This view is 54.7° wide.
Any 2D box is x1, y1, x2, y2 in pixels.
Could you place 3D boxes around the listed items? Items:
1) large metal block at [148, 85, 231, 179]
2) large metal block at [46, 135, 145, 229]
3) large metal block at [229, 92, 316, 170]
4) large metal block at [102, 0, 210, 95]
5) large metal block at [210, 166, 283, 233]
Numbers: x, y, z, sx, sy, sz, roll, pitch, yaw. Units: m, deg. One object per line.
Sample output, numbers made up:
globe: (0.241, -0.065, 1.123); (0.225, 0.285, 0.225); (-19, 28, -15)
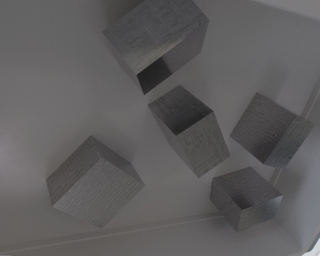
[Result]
large metal block: (0.037, 0.003, 0.395); (0.050, 0.080, 0.080); (-34, 129, -6)
large metal block: (-0.081, 0.069, 0.391); (0.080, 0.050, 0.080); (-45, 129, 3)
large metal block: (0.166, 0.004, 0.466); (0.050, 0.080, 0.080); (17, 109, -35)
large metal block: (-0.003, -0.085, 0.311); (0.080, 0.050, 0.080); (-38, 174, -3)
large metal block: (0.142, 0.117, 0.523); (0.081, 0.080, 0.050); (-12, 124, -22)
